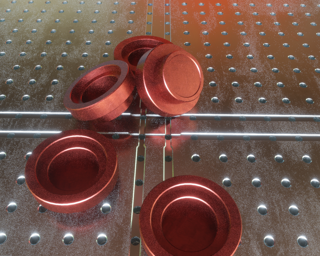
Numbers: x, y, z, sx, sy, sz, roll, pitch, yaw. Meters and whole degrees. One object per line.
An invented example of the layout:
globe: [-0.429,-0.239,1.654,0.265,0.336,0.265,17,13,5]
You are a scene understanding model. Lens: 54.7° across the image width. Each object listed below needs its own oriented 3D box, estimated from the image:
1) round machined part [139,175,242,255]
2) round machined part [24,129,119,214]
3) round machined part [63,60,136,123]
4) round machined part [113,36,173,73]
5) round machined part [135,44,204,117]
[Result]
round machined part: [0.029,0.100,0.313,0.099,0.042,0.098,0,50,0]
round machined part: [-0.096,0.052,0.352,0.099,0.042,0.098,1,50,0]
round machined part: [-0.076,-0.045,0.417,0.098,0.042,0.098,-18,40,16]
round machined part: [-0.021,-0.098,0.476,0.099,0.042,0.098,2,47,-2]
round machined part: [0.020,-0.065,0.415,0.098,0.098,0.042,-44,20,-30]
